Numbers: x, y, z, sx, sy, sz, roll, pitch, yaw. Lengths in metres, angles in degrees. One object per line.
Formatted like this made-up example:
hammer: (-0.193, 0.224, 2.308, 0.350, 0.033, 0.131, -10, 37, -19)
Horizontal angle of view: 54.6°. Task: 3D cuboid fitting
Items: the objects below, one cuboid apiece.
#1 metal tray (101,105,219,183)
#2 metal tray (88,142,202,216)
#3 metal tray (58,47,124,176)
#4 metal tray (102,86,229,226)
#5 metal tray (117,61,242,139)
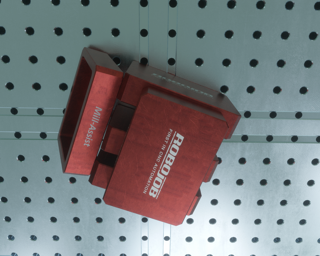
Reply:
metal tray: (0.000, 0.016, 0.383, 0.131, 0.090, 0.030, 18, 108, -8)
metal tray: (-0.017, 0.057, 0.399, 0.131, 0.090, 0.030, 20, 109, -8)
metal tray: (-0.087, -0.021, 0.367, 0.030, 0.090, 0.129, 12, 111, -28)
metal tray: (0.003, 0.032, 0.326, 0.090, 0.030, 0.129, 20, 109, -7)
metal tray: (0.021, -0.036, 0.364, 0.131, 0.090, 0.030, 20, 109, -7)
